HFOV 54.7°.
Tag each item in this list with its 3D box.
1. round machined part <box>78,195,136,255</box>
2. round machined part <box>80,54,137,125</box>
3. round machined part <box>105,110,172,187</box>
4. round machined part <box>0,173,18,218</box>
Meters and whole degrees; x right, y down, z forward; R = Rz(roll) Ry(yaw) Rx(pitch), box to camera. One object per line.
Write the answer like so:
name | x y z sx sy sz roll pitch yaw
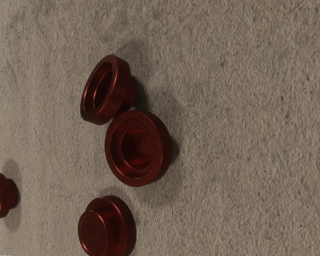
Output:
round machined part | -0.085 0.153 0.462 0.098 0.042 0.097 0 90 39
round machined part | -0.069 -0.049 0.434 0.098 0.042 0.098 -30 49 42
round machined part | -0.024 0.025 0.409 0.098 0.042 0.097 3 95 36
round machined part | -0.347 0.147 0.676 0.098 0.042 0.097 0 90 39
